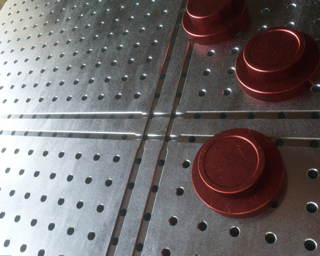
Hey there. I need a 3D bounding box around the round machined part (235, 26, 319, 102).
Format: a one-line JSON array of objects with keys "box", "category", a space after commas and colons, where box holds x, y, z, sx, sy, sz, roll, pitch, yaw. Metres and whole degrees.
[{"box": [0.140, -0.083, 0.376, 0.098, 0.042, 0.098, -13, 56, 21], "category": "round machined part"}]

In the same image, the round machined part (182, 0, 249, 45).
[{"box": [0.079, -0.176, 0.464, 0.098, 0.042, 0.098, -13, 56, 21], "category": "round machined part"}]

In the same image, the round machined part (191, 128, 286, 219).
[{"box": [0.080, 0.043, 0.330, 0.098, 0.042, 0.098, -13, 56, 21], "category": "round machined part"}]
